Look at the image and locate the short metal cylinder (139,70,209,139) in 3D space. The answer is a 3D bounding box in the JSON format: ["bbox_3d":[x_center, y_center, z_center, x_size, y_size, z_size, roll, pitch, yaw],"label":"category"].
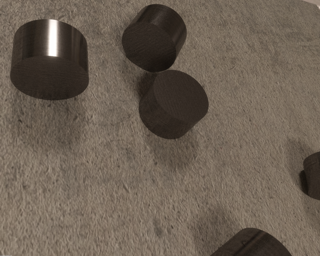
[{"bbox_3d":[0.018,-0.031,0.418,0.081,0.050,0.080,14,56,-21],"label":"short metal cylinder"}]

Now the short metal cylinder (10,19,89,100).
[{"bbox_3d":[-0.122,-0.074,0.349,0.081,0.080,0.050,5,60,-26],"label":"short metal cylinder"}]

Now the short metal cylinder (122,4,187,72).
[{"bbox_3d":[-0.007,-0.128,0.444,0.080,0.080,0.050,31,52,-9],"label":"short metal cylinder"}]

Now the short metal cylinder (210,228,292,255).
[{"bbox_3d":[0.097,0.155,0.328,0.050,0.080,0.080,-22,74,-36],"label":"short metal cylinder"}]

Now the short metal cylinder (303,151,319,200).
[{"bbox_3d":[0.265,0.073,0.470,0.081,0.080,0.050,19,54,-18],"label":"short metal cylinder"}]
